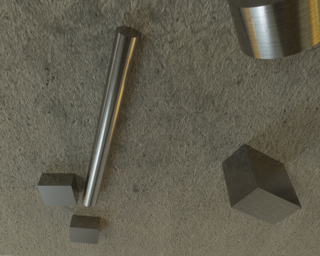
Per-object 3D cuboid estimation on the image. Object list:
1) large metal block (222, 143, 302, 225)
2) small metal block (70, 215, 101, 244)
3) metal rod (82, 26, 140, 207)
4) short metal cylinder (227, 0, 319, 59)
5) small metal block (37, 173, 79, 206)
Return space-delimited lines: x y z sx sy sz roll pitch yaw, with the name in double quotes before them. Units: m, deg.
"large metal block" 0.142 0.080 0.442 0.080 0.080 0.050 26 125 -21
"small metal block" -0.136 0.185 0.563 0.050 0.025 0.050 7 130 -7
"metal rod" -0.074 0.009 0.413 0.025 0.025 0.298 12 129 -11
"short metal cylinder" 0.107 -0.107 0.282 0.080 0.080 0.050 -18 128 14
"small metal block" -0.158 0.097 0.488 0.050 0.025 0.050 0 130 -1
